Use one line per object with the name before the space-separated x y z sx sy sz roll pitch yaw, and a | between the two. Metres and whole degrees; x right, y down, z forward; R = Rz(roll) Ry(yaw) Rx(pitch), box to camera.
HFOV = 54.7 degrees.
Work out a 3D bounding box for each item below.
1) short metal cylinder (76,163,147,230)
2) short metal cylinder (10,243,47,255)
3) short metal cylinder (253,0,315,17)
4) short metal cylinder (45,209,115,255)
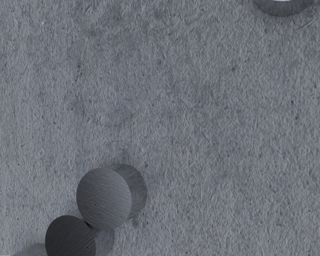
short metal cylinder | -0.064 0.090 0.418 0.080 0.050 0.080 0 90 20
short metal cylinder | -0.194 0.222 0.464 0.080 0.050 0.080 0 90 20
short metal cylinder | 0.141 -0.172 0.346 0.080 0.050 0.080 0 90 20
short metal cylinder | -0.111 0.156 0.435 0.080 0.050 0.080 0 90 20
